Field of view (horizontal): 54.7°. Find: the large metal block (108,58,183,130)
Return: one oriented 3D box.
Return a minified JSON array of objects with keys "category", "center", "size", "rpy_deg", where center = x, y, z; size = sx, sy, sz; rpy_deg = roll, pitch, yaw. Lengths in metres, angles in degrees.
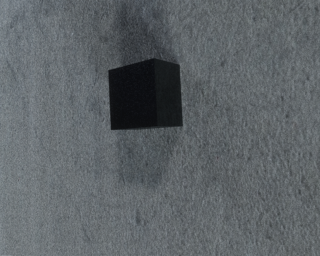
[{"category":"large metal block","center":[-0.020,-0.039,0.403],"size":[0.080,0.050,0.080],"rpy_deg":[-5,87,39]}]
